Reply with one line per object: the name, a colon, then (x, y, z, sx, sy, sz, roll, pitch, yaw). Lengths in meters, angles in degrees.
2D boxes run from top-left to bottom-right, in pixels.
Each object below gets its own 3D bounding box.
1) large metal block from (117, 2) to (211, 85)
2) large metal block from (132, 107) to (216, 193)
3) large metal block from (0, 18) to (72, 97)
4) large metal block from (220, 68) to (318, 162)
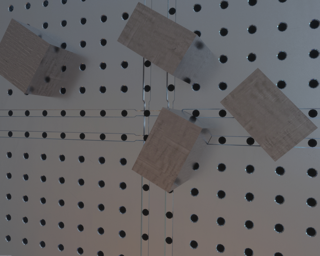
large metal block: (0.008, -0.100, 0.381, 0.080, 0.080, 0.050, 35, 101, 16)
large metal block: (0.020, 0.024, 0.377, 0.050, 0.080, 0.080, 29, 100, 17)
large metal block: (-0.195, -0.104, 0.469, 0.080, 0.050, 0.080, 35, 101, 16)
large metal block: (0.118, -0.014, 0.342, 0.050, 0.080, 0.080, -44, 77, 15)
